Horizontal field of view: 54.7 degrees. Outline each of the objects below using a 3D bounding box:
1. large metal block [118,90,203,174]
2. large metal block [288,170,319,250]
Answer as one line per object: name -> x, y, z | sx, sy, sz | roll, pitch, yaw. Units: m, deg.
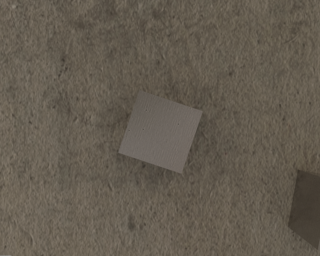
large metal block -> 0.001, 0.005, 0.398 | 0.080, 0.050, 0.080 | 19, 90, -1
large metal block -> 0.208, 0.101, 0.385 | 0.050, 0.080, 0.080 | 10, 90, 0
